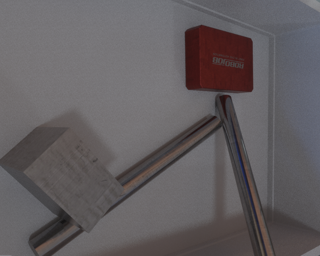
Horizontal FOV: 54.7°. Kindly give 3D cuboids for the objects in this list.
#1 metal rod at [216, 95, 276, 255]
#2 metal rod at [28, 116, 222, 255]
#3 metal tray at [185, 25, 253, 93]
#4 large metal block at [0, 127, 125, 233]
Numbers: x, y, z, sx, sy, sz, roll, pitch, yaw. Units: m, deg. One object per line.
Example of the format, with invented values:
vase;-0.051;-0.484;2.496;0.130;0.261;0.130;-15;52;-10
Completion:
metal rod;0.119;0.082;0.422;0.025;0.025;0.299;21;49;-38
metal rod;-0.019;0.057;0.392;0.302;0.025;0.025;-32;110;-36
metal tray;0.097;-0.103;0.487;0.131;0.030;0.089;-2;92;-40
large metal block;-0.094;0.045;0.293;0.050;0.080;0.080;-51;120;-28
